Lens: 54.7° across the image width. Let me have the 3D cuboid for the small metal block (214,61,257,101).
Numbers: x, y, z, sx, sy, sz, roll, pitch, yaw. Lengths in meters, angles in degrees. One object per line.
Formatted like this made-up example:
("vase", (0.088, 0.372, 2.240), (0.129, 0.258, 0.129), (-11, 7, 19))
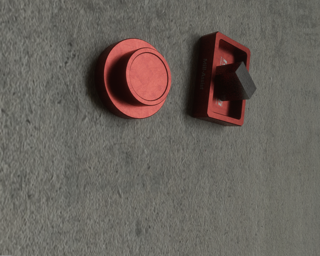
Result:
("small metal block", (0.108, -0.069, 0.465), (0.025, 0.050, 0.050), (-52, 121, -28))

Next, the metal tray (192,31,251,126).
("metal tray", (0.098, -0.073, 0.486), (0.091, 0.030, 0.129), (12, 82, -40))

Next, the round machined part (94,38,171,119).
("round machined part", (-0.025, -0.060, 0.374), (0.099, 0.042, 0.097), (0, 90, -40))
